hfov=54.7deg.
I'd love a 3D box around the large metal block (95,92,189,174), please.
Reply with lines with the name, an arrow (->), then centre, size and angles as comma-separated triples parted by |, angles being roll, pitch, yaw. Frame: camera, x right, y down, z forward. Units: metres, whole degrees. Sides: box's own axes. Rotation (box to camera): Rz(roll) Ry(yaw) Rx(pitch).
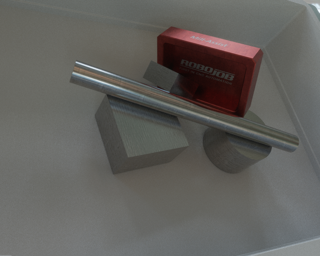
large metal block -> -0.024, 0.003, 0.375 | 0.081, 0.050, 0.080 | -8, 66, -32

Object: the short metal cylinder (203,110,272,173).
short metal cylinder -> 0.109, 0.018, 0.438 | 0.081, 0.050, 0.080 | 14, 56, -21

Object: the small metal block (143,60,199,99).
small metal block -> 0.015, -0.062, 0.408 | 0.050, 0.025, 0.050 | 34, 11, 36

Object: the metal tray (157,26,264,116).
metal tray -> 0.059, -0.073, 0.409 | 0.130, 0.089, 0.030 | 22, 46, 22

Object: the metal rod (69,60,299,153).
metal rod -> 0.045, -0.019, 0.376 | 0.302, 0.025, 0.025 | 17, 55, -19
